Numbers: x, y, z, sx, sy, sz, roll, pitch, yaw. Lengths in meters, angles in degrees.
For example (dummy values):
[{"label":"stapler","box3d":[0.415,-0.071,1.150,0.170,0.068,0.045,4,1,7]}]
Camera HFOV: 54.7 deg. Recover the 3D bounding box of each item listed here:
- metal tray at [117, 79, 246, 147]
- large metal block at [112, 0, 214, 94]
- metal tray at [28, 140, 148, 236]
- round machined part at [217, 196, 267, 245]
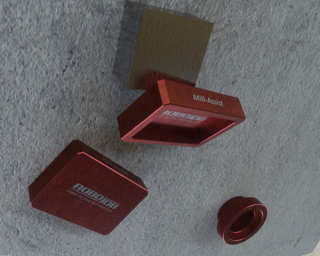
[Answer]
[{"label":"metal tray","box3d":[0.027,-0.011,0.373,0.131,0.030,0.090,7,149,-39]},{"label":"large metal block","box3d":[0.001,-0.086,0.338,0.081,0.050,0.079,1,118,-29]},{"label":"metal tray","box3d":[-0.089,0.083,0.406,0.090,0.030,0.130,-46,129,4]},{"label":"round machined part","box3d":[0.148,0.167,0.580,0.099,0.042,0.097,-14,124,-21]}]
